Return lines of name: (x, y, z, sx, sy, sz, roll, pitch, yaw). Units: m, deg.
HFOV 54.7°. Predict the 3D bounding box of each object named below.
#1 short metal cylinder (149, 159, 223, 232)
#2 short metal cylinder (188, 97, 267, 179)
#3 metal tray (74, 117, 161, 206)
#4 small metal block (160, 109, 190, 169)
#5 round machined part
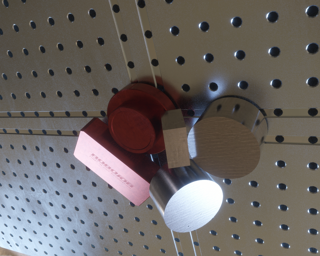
short metal cylinder: (0.033, 0.086, 0.398, 0.050, 0.081, 0.079, -131, 31, -55)
short metal cylinder: (0.078, 0.011, 0.356, 0.080, 0.050, 0.079, 13, 124, 21)
metal tray: (-0.062, 0.053, 0.453, 0.130, 0.030, 0.090, 38, 144, 1)
small metal block: (0.018, 0.011, 0.364, 0.025, 0.050, 0.050, -8, 117, 1)
round machined part: (-0.028, -0.006, 0.406, 0.098, 0.042, 0.097, 13, 124, 21)
